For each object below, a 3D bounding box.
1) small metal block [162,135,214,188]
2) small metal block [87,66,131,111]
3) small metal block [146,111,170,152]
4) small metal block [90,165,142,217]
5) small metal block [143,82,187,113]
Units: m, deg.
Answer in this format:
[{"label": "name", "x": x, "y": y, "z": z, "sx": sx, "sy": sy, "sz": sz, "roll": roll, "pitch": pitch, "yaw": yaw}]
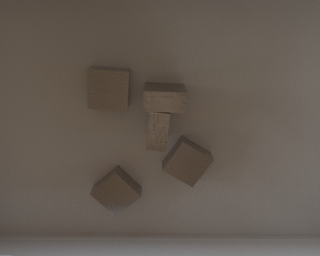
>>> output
[{"label": "small metal block", "x": 0.038, "y": 0.046, "z": 0.429, "sx": 0.050, "sy": 0.025, "sz": 0.050, "roll": 31, "pitch": 107, "yaw": -11}, {"label": "small metal block", "x": -0.064, "y": -0.050, "z": 0.392, "sx": 0.050, "sy": 0.025, "sz": 0.050, "roll": 4, "pitch": 110, "yaw": -2}, {"label": "small metal block", "x": -0.003, "y": -0.003, "z": 0.397, "sx": 0.025, "sy": 0.050, "sz": 0.050, "roll": 5, "pitch": 110, "yaw": -2}, {"label": "small metal block", "x": -0.062, "y": 0.090, "z": 0.444, "sx": 0.050, "sy": 0.025, "sz": 0.050, "roll": -40, "pitch": 106, "yaw": 13}, {"label": "small metal block", "x": 0.005, "y": -0.039, "z": 0.384, "sx": 0.050, "sy": 0.050, "sz": 0.025, "roll": 2, "pitch": 110, "yaw": -1}]
